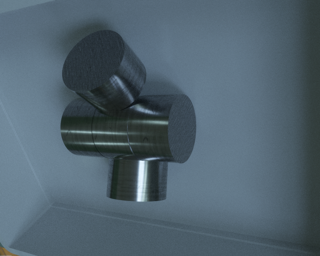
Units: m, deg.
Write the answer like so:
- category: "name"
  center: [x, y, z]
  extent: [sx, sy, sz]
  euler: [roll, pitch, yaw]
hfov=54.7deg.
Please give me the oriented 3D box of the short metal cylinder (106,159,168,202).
- category: "short metal cylinder"
  center: [-0.030, 0.068, 0.420]
  extent: [0.080, 0.080, 0.050]
  euler: [0, 85, 28]

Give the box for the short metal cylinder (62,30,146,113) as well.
- category: "short metal cylinder"
  center: [-0.063, -0.064, 0.355]
  extent: [0.080, 0.080, 0.050]
  euler: [2, 157, 27]

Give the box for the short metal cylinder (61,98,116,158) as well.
- category: "short metal cylinder"
  center: [-0.085, -0.001, 0.415]
  extent: [0.050, 0.080, 0.080]
  euler: [2, 119, 28]

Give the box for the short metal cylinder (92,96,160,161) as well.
- category: "short metal cylinder"
  center: [-0.040, 0.000, 0.392]
  extent: [0.050, 0.080, 0.080]
  euler: [2, 119, 28]

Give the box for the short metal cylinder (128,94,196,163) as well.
- category: "short metal cylinder"
  center: [0.005, 0.000, 0.369]
  extent: [0.050, 0.080, 0.080]
  euler: [2, 119, 28]
